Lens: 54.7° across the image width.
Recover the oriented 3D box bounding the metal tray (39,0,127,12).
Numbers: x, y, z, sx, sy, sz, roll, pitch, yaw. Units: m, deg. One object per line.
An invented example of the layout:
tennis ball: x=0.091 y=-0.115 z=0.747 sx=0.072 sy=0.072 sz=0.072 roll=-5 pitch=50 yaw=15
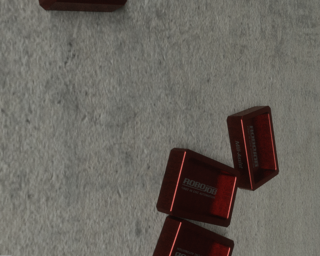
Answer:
metal tray: x=-0.090 y=-0.194 z=0.326 sx=0.091 sy=0.030 sz=0.129 roll=-16 pitch=100 yaw=-39

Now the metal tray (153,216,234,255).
metal tray: x=0.049 y=0.188 z=0.444 sx=0.130 sy=0.030 sz=0.090 roll=33 pitch=69 yaw=-35

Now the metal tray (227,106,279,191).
metal tray: x=0.165 y=0.033 z=0.543 sx=0.091 sy=0.030 sz=0.129 roll=-19 pitch=102 yaw=-39

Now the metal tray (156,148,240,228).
metal tray: x=0.061 y=0.090 z=0.455 sx=0.131 sy=0.030 sz=0.090 roll=24 pitch=75 yaw=-38
